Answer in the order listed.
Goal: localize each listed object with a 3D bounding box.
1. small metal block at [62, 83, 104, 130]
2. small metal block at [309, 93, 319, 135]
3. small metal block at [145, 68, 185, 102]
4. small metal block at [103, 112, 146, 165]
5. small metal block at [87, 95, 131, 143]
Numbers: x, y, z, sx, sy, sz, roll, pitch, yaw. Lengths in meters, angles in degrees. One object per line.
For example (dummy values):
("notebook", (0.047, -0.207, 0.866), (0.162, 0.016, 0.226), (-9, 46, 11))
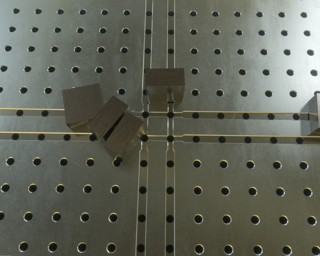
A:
("small metal block", (-0.102, -0.029, 0.422), (0.050, 0.025, 0.050), (-11, 70, -4))
("small metal block", (0.233, -0.017, 0.419), (0.050, 0.025, 0.050), (7, 70, 2))
("small metal block", (0.006, -0.057, 0.419), (0.050, 0.050, 0.025), (-1, 70, 0))
("small metal block", (-0.043, 0.014, 0.393), (0.025, 0.050, 0.050), (30, 73, 10))
("small metal block", (-0.063, -0.007, 0.401), (0.025, 0.050, 0.050), (34, 74, 12))
